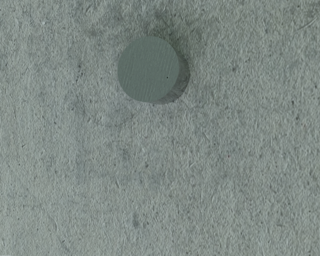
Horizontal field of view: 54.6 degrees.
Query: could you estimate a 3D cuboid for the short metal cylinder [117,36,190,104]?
[{"bbox_3d":[-0.007,-0.071,0.399,0.080,0.050,0.080,0,90,20],"label":"short metal cylinder"}]
